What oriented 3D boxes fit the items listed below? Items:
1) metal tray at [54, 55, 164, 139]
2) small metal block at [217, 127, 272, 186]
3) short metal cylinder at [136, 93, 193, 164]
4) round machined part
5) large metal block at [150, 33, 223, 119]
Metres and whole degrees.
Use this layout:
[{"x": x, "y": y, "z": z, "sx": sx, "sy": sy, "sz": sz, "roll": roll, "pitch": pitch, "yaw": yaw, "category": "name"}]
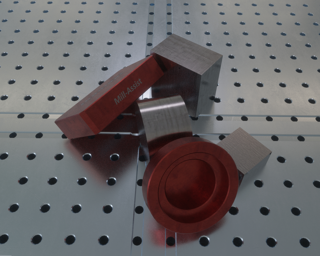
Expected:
[{"x": -0.065, "y": -0.040, "z": 0.403, "sx": 0.090, "sy": 0.030, "sz": 0.131, "roll": -9, "pitch": 31, "yaw": 52, "category": "metal tray"}, {"x": 0.098, "y": 0.034, "z": 0.380, "sx": 0.050, "sy": 0.025, "sz": 0.050, "roll": -33, "pitch": 57, "yaw": -25, "category": "small metal block"}, {"x": 0.003, "y": 0.002, "z": 0.370, "sx": 0.050, "sy": 0.080, "sz": 0.080, "roll": -11, "pitch": 51, "yaw": -9, "category": "short metal cylinder"}, {"x": 0.029, "y": 0.056, "z": 0.326, "sx": 0.099, "sy": 0.097, "sz": 0.042, "roll": -16, "pitch": 17, "yaw": -14, "category": "round machined part"}, {"x": 0.034, "y": -0.072, "z": 0.433, "sx": 0.080, "sy": 0.080, "sz": 0.050, "roll": 31, "pitch": 57, "yaw": 23, "category": "large metal block"}]
